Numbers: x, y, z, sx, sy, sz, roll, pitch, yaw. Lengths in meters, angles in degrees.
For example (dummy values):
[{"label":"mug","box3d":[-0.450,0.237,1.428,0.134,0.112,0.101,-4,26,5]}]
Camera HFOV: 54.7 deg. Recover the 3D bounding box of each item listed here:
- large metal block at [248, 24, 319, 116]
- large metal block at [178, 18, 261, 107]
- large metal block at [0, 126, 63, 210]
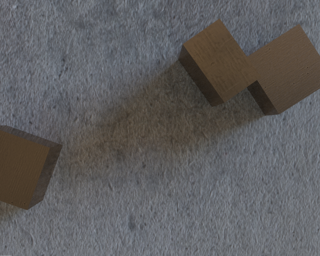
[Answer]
[{"label":"large metal block","box3d":[0.156,-0.072,0.400,0.080,0.050,0.080,-33,90,0]},{"label":"large metal block","box3d":[0.069,-0.075,0.383,0.050,0.080,0.080,-35,90,0]},{"label":"large metal block","box3d":[-0.183,0.047,0.395,0.080,0.050,0.080,20,90,-1]}]
